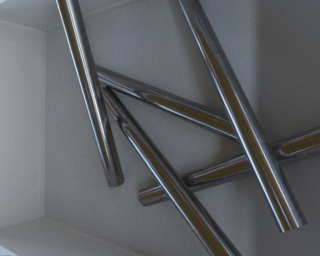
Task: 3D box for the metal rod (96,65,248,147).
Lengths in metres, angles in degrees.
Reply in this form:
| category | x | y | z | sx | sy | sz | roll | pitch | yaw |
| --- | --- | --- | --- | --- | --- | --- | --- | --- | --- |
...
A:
| category | x | y | z | sx | sy | sz | roll | pitch | yaw |
| --- | --- | --- | --- | --- | --- | --- | --- | --- | --- |
| metal rod | -0.014 | -0.044 | 0.415 | 0.300 | 0.025 | 0.025 | 26 | 106 | 36 |

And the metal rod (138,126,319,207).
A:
| category | x | y | z | sx | sy | sz | roll | pitch | yaw |
| --- | --- | --- | --- | --- | --- | --- | --- | --- | --- |
| metal rod | 0.088 | 0.041 | 0.333 | 0.299 | 0.025 | 0.025 | -27 | 74 | 36 |

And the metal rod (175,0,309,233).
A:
| category | x | y | z | sx | sy | sz | roll | pitch | yaw |
| --- | --- | --- | --- | --- | --- | --- | --- | --- | --- |
| metal rod | 0.071 | -0.044 | 0.325 | 0.025 | 0.025 | 0.299 | -36 | 62 | 34 |

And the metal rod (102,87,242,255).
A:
| category | x | y | z | sx | sy | sz | roll | pitch | yaw |
| --- | --- | --- | --- | --- | --- | --- | --- | --- | --- |
| metal rod | -0.007 | 0.039 | 0.385 | 0.300 | 0.025 | 0.025 | 50 | 120 | 37 |

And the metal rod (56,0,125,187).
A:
| category | x | y | z | sx | sy | sz | roll | pitch | yaw |
| --- | --- | --- | --- | --- | --- | --- | --- | --- | --- |
| metal rod | -0.090 | -0.053 | 0.401 | 0.025 | 0.025 | 0.298 | 10 | 121 | 39 |
